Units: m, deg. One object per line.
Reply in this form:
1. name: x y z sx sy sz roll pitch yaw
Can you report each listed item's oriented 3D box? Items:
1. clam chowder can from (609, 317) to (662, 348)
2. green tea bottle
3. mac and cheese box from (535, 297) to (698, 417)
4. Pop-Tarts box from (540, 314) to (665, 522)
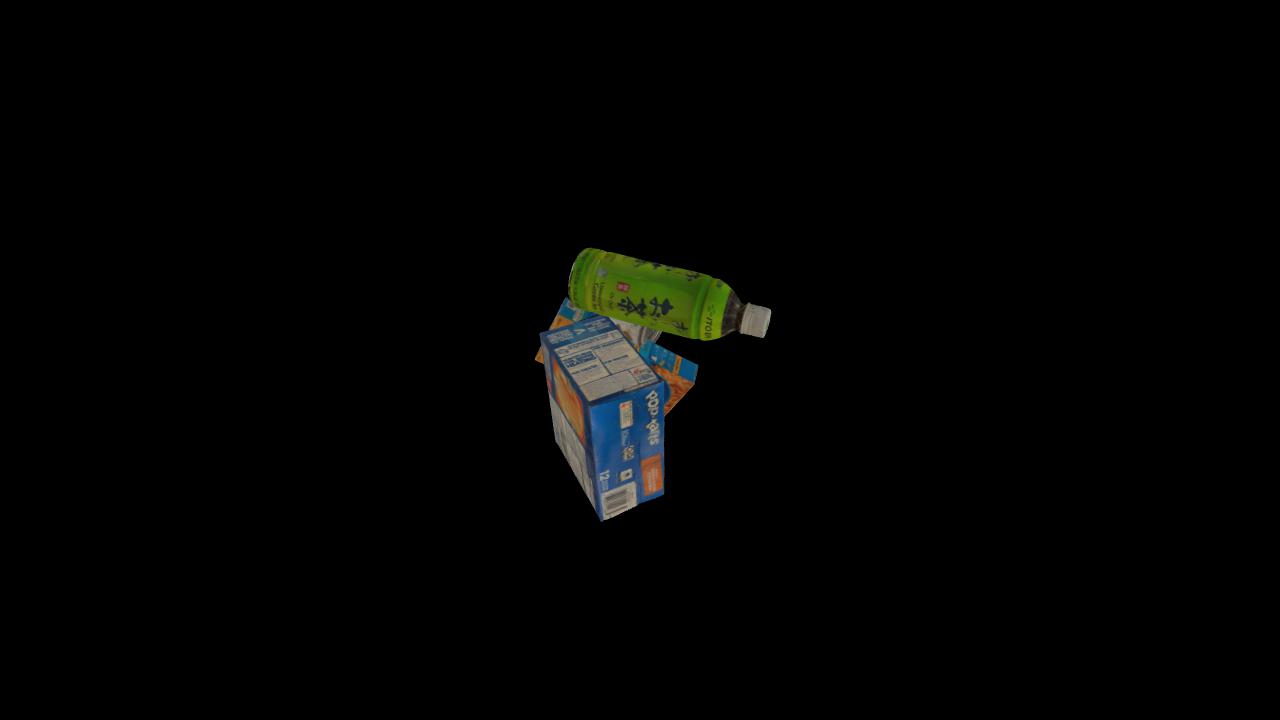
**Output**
1. clam chowder can: -0.024 -0.061 0.757 0.102 0.068 0.068 25 9 20
2. green tea bottle: 0.032 -0.064 0.651 0.212 0.073 0.073 15 4 14
3. mac and cheese box: -0.030 0.003 0.765 0.184 0.041 0.093 27 -46 -10
4. Pop-Tarts box: -0.040 0.060 0.671 0.083 0.167 0.141 -18 40 -21
